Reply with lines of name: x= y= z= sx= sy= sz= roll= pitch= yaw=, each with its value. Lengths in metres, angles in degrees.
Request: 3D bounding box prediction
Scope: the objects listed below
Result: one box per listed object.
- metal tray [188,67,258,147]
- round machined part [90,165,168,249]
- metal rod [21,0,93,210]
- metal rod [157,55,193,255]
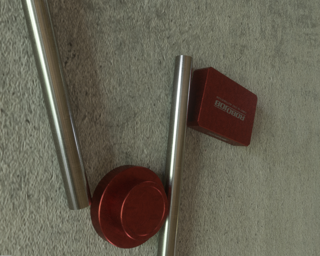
metal tray: x=0.100 y=-0.029 z=0.488 sx=0.131 sy=0.030 sz=0.090 roll=21 pitch=77 yaw=-38
round machined part: x=-0.029 y=0.095 z=0.371 sx=0.099 sy=0.042 sz=0.097 roll=0 pitch=90 yaw=-40
metal rod: x=-0.111 y=-0.062 z=0.312 sx=0.025 sy=0.025 sz=0.298 roll=-17 pitch=101 yaw=-39
metal rod: x=0.020 y=0.050 z=0.423 sx=0.025 sy=0.025 sz=0.298 roll=9 pitch=84 yaw=-40
